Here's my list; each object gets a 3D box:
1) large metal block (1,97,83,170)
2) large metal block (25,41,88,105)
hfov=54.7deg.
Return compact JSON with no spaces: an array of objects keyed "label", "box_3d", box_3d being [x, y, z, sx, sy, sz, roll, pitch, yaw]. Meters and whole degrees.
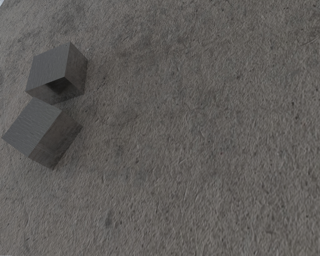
[{"label":"large metal block","box_3d":[-0.181,0.007,0.479,0.080,0.050,0.080,23,74,36]},{"label":"large metal block","box_3d":[-0.177,-0.092,0.537,0.080,0.050,0.080,-15,55,19]}]
